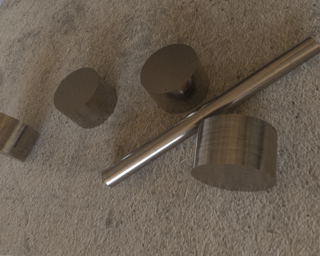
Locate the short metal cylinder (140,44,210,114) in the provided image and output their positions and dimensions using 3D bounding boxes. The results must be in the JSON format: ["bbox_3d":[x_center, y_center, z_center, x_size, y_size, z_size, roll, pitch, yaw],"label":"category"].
[{"bbox_3d":[0.021,-0.066,0.418,0.080,0.050,0.080,-13,56,21],"label":"short metal cylinder"}]

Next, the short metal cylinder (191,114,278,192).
[{"bbox_3d":[0.075,0.028,0.312,0.080,0.080,0.050,-2,61,27],"label":"short metal cylinder"}]

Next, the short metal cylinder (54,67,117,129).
[{"bbox_3d":[-0.114,-0.046,0.476,0.080,0.050,0.080,-13,56,21],"label":"short metal cylinder"}]

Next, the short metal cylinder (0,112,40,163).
[{"bbox_3d":[-0.239,0.014,0.485,0.080,0.080,0.050,11,68,33],"label":"short metal cylinder"}]

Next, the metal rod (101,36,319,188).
[{"bbox_3d":[0.057,-0.016,0.383,0.300,0.025,0.025,-33,52,6],"label":"metal rod"}]
